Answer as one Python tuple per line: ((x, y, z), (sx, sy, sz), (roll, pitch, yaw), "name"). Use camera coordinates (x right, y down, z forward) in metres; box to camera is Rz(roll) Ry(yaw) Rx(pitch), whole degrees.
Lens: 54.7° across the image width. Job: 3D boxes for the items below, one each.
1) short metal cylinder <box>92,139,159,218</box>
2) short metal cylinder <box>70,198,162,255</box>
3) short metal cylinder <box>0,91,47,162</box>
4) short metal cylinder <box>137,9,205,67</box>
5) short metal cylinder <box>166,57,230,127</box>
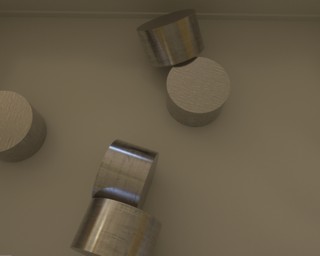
((-0.038, 0.058, 0.359), (0.050, 0.080, 0.080), (18, 71, 6), "short metal cylinder")
((-0.044, 0.112, 0.319), (0.080, 0.080, 0.050), (17, 61, 6), "short metal cylinder")
((-0.194, -0.001, 0.395), (0.081, 0.050, 0.080), (0, 70, 0), "short metal cylinder")
((0.015, -0.122, 0.419), (0.080, 0.050, 0.080), (-16, 27, 9), "short metal cylinder")
((0.048, -0.047, 0.414), (0.081, 0.050, 0.080), (0, 70, 0), "short metal cylinder")
